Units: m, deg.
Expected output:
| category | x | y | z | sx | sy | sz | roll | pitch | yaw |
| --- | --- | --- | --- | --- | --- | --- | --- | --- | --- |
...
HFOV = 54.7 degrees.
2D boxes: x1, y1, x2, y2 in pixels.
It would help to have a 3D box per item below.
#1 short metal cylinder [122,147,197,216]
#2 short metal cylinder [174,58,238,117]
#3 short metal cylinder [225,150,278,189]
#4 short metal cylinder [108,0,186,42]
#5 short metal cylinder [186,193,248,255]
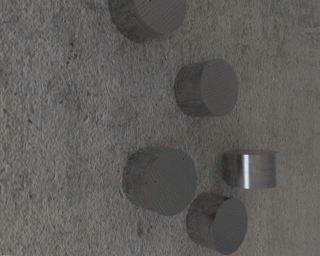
| category | x | y | z | sx | sy | sz | roll | pitch | yaw |
| --- | --- | --- | --- | --- | --- | --- | --- | --- | --- |
| short metal cylinder | 0.000 | 0.065 | 0.389 | 0.081 | 0.050 | 0.080 | 0 | 90 | -40 |
| short metal cylinder | 0.067 | -0.056 | 0.444 | 0.081 | 0.050 | 0.080 | 0 | 90 | -40 |
| short metal cylinder | 0.144 | 0.063 | 0.490 | 0.081 | 0.080 | 0.050 | -3 | 92 | -40 |
| short metal cylinder | -0.015 | -0.149 | 0.376 | 0.081 | 0.050 | 0.080 | 0 | 90 | -40 |
| short metal cylinder | 0.085 | 0.140 | 0.460 | 0.081 | 0.050 | 0.080 | 0 | 90 | -40 |
